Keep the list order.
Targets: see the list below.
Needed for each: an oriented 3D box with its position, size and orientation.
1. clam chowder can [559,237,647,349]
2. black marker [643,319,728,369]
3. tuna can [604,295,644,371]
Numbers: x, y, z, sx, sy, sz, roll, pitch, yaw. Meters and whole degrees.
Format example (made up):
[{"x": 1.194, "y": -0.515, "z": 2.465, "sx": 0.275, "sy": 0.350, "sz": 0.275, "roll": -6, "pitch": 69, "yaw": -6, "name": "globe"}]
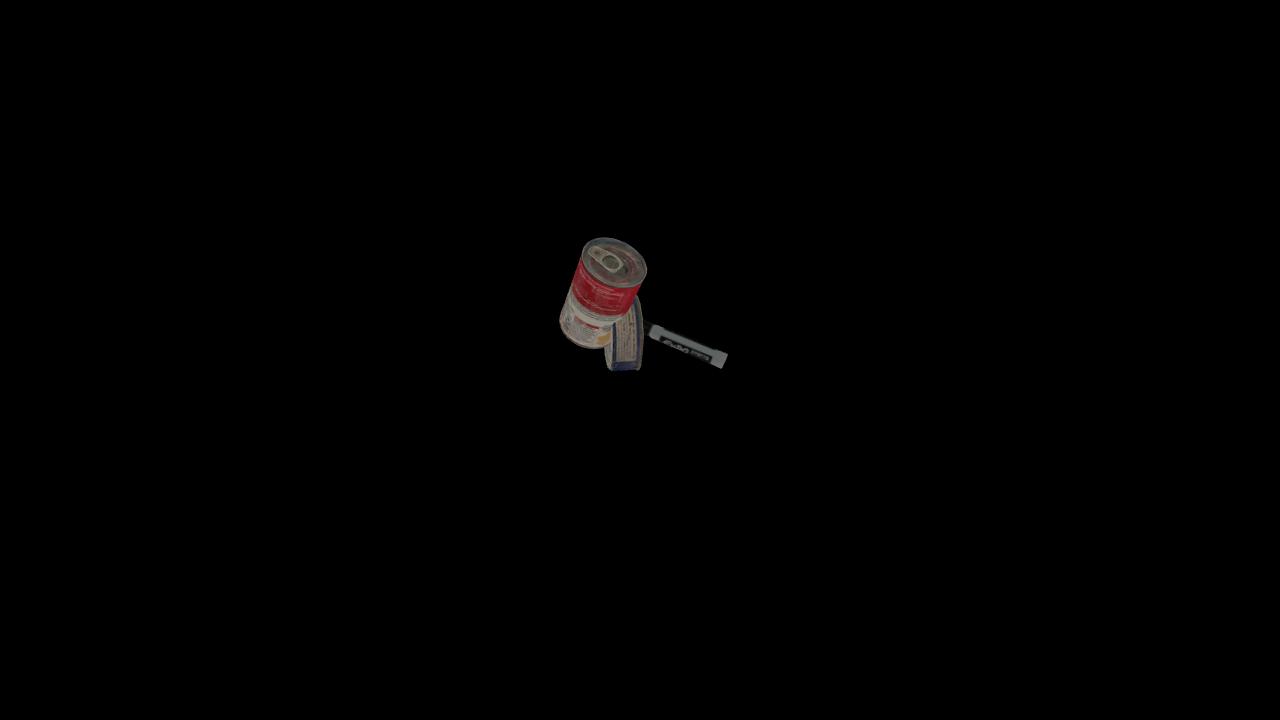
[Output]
[{"x": -0.041, "y": -0.067, "z": 0.639, "sx": 0.068, "sy": 0.068, "sz": 0.102, "roll": 0, "pitch": -37, "yaw": -24, "name": "clam chowder can"}, {"x": 0.042, "y": -0.022, "z": 0.710, "sx": 0.121, "sy": 0.020, "sz": 0.020, "roll": 24, "pitch": 3, "yaw": 6, "name": "black marker"}, {"x": -0.020, "y": -0.030, "z": 0.673, "sx": 0.034, "sy": 0.084, "sz": 0.084, "roll": -2, "pitch": 0, "yaw": -9, "name": "tuna can"}]
